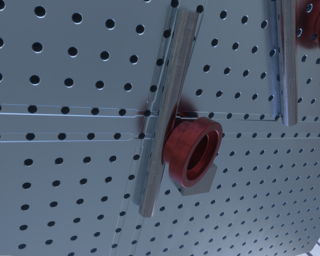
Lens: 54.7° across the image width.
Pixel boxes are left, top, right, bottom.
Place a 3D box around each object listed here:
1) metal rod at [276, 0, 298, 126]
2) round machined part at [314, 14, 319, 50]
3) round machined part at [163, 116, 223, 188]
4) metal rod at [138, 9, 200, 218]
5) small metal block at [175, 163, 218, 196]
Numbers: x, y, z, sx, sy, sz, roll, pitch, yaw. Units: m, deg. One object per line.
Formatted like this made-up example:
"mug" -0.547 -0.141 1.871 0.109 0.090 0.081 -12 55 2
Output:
"metal rod" 0.177 -0.122 0.432 0.025 0.025 0.299 -29 128 -10
"round machined part" 0.269 -0.151 0.453 0.099 0.042 0.097 -14 124 -21
"round machined part" 0.042 0.029 0.424 0.099 0.042 0.097 -38 143 -36
"metal rod" 0.006 -0.001 0.413 0.025 0.025 0.298 -3 120 -27
"small metal block" 0.057 0.077 0.490 0.050 0.025 0.050 -2 119 -28
